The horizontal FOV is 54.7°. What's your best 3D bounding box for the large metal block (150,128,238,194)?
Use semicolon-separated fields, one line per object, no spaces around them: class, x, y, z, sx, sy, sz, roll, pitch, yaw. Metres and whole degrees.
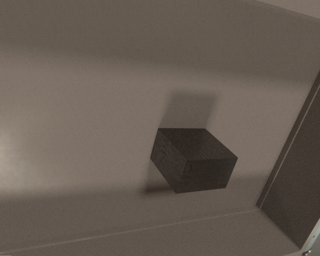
large metal block;0.044;0.041;0.424;0.081;0.080;0.050;1;118;-29
